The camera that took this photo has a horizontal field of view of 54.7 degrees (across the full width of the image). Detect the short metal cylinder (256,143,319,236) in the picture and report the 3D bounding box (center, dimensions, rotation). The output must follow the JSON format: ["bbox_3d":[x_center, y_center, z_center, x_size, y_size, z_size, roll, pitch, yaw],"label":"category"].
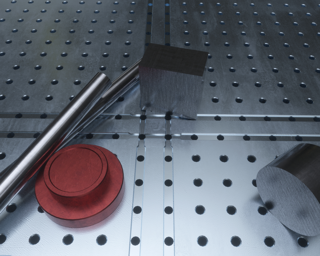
[{"bbox_3d":[0.149,0.063,0.321,0.050,0.080,0.080,-29,56,-22],"label":"short metal cylinder"}]

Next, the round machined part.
[{"bbox_3d":[-0.090,0.057,0.348,0.099,0.042,0.098,0,50,0],"label":"round machined part"}]

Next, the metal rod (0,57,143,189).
[{"bbox_3d":[-0.088,-0.031,0.432,0.025,0.025,0.301,29,55,22],"label":"metal rod"}]

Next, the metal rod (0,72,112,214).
[{"bbox_3d":[-0.151,0.046,0.340,0.025,0.025,0.301,25,62,19],"label":"metal rod"}]

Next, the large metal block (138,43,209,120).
[{"bbox_3d":[0.018,-0.063,0.425,0.080,0.080,0.050,11,51,9],"label":"large metal block"}]
